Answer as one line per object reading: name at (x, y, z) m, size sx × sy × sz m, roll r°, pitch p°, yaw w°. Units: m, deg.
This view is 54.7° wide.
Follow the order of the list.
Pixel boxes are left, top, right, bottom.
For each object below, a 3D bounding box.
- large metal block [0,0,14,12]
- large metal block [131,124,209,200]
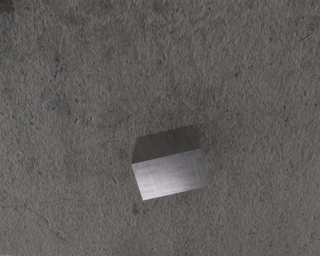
large metal block at (-0.218, -0.144, 0.325) m, size 0.080 × 0.080 × 0.050 m, roll -7°, pitch 110°, yaw 2°
large metal block at (0.013, 0.041, 0.395) m, size 0.080 × 0.080 × 0.050 m, roll -13°, pitch 110°, yaw 5°
